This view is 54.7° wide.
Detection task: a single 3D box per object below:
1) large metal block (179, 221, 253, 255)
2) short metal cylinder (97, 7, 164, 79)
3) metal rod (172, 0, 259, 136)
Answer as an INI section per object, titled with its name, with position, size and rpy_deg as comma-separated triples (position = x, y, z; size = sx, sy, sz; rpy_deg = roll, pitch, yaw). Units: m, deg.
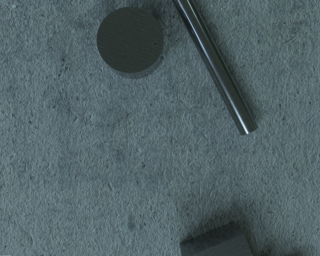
[large metal block]
position = 0.079, 0.180, 0.399
size = 0.080, 0.050, 0.080
rpy_deg = -23, 90, 0
[short metal cylinder]
position = -0.036, -0.106, 0.397
size = 0.081, 0.050, 0.079
rpy_deg = 0, 90, -1
[metal rod]
position = 0.051, -0.129, 0.410
size = 0.025, 0.025, 0.299
rpy_deg = -27, 90, 0
